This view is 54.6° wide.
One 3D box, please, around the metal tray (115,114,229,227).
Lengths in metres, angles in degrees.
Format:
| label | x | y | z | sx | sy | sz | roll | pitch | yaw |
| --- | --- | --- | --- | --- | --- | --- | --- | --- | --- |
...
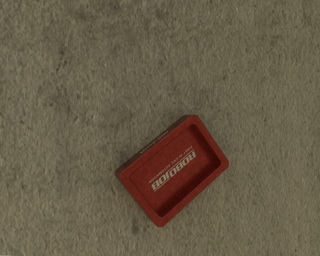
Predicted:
| label | x | y | z | sx | sy | sz | roll | pitch | yaw |
| --- | --- | --- | --- | --- | --- | --- | --- | --- | --- |
| metal tray | 0.019 | 0.054 | 0.412 | 0.130 | 0.030 | 0.090 | -39 | 103 | -16 |
